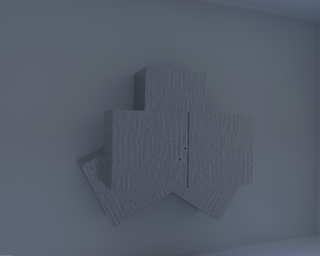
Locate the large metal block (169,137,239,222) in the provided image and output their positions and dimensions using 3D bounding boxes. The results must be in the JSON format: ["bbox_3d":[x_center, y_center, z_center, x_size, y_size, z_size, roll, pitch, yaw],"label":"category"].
[{"bbox_3d":[0.057,0.064,0.415,0.080,0.050,0.080,36,79,-16],"label":"large metal block"}]

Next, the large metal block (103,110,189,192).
[{"bbox_3d":[-0.017,0.022,0.336,0.081,0.050,0.080,1,90,-20],"label":"large metal block"}]

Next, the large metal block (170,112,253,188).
[{"bbox_3d":[0.059,0.024,0.363,0.081,0.050,0.080,1,90,-20],"label":"large metal block"}]

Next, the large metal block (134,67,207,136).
[{"bbox_3d":[0.012,-0.031,0.400,0.081,0.050,0.080,2,90,-20],"label":"large metal block"}]

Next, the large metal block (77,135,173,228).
[{"bbox_3d":[-0.044,0.059,0.379,0.081,0.050,0.080,-28,99,-18],"label":"large metal block"}]
